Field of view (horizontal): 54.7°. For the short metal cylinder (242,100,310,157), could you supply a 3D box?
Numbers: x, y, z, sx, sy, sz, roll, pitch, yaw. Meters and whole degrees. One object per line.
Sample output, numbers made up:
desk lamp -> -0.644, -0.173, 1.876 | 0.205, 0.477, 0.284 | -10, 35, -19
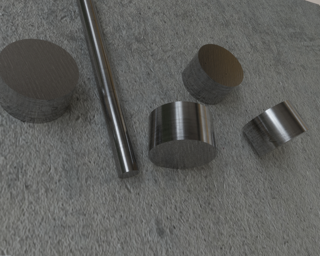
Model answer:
short metal cylinder -> 0.171, 0.001, 0.459 | 0.081, 0.080, 0.050 | -19, 72, -35

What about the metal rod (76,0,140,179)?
metal rod -> -0.077, -0.079, 0.410 | 0.025, 0.025, 0.299 | -4, 63, -30

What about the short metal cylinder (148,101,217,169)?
short metal cylinder -> 0.026, 0.011, 0.376 | 0.081, 0.080, 0.050 | 12, 57, -22

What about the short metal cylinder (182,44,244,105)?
short metal cylinder -> 0.081, -0.083, 0.482 | 0.081, 0.050, 0.080 | 14, 56, -21

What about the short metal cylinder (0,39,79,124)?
short metal cylinder -> -0.137, -0.052, 0.346 | 0.081, 0.050, 0.080 | 14, 56, -21
